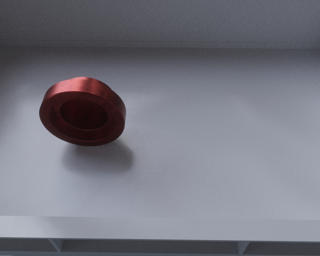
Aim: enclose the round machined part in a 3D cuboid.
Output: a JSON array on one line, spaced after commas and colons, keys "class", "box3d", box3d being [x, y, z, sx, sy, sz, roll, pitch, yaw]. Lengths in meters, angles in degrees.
[{"class": "round machined part", "box3d": [-0.091, -0.023, 0.377, 0.099, 0.098, 0.042, 0, 50, 0]}]
